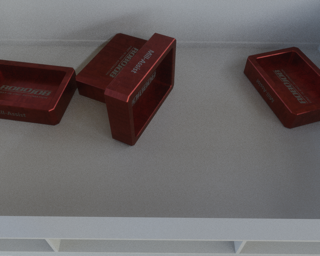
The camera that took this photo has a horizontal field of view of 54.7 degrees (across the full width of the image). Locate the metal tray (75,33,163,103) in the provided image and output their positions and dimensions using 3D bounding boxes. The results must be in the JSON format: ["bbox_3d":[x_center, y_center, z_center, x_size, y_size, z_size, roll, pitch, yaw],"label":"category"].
[{"bbox_3d":[-0.056,-0.091,0.478,0.090,0.030,0.130,19,52,15],"label":"metal tray"}]

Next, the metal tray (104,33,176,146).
[{"bbox_3d":[-0.020,-0.052,0.406,0.030,0.089,0.130,21,53,16],"label":"metal tray"}]

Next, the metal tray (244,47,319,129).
[{"bbox_3d":[0.195,-0.064,0.458,0.091,0.030,0.130,-13,51,-12],"label":"metal tray"}]

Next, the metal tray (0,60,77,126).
[{"bbox_3d":[-0.196,-0.054,0.444,0.131,0.030,0.090,7,50,5],"label":"metal tray"}]
